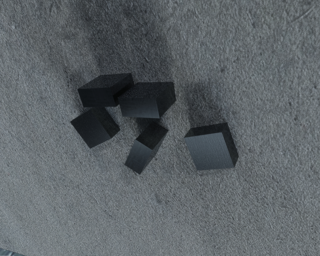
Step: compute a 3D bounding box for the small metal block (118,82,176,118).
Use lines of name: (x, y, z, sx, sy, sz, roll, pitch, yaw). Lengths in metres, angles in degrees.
small metal block: (-0.014, -0.035, 0.377, 0.050, 0.050, 0.025, 4, 120, 26)

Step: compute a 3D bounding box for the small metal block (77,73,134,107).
small metal block: (-0.067, -0.049, 0.396, 0.050, 0.050, 0.025, 1, 119, 27)

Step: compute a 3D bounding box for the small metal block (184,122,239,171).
small metal block: (0.065, 0.024, 0.388, 0.050, 0.025, 0.050, -10, 114, 32)

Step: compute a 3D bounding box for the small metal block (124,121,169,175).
small metal block: (-0.018, 0.026, 0.416, 0.025, 0.050, 0.050, 32, 129, 7)

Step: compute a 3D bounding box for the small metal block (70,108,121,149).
small metal block: (-0.095, -0.003, 0.455, 0.050, 0.025, 0.050, -25, 105, 36)
